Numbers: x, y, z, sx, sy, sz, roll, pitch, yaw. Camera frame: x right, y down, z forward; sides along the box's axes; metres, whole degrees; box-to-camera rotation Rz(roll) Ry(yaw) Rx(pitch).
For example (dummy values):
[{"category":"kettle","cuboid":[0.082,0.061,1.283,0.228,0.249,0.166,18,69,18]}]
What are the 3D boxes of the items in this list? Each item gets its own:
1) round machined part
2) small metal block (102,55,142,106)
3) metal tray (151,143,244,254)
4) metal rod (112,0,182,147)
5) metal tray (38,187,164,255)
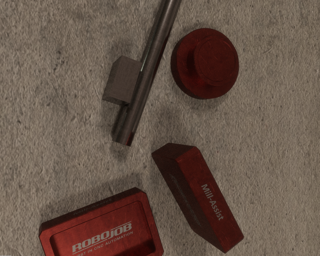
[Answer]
[{"category":"round machined part","cuboid":[0.068,-0.089,0.426,0.099,0.042,0.097,0,90,-21]},{"category":"small metal block","cuboid":[-0.048,-0.056,0.379,0.025,0.050,0.050,18,84,-20]},{"category":"metal tray","cuboid":[0.044,0.083,0.392,0.030,0.090,0.130,-31,101,-17]},{"category":"metal rod","cuboid":[-0.001,-0.121,0.409,0.025,0.025,0.299,21,83,-19]},{"category":"metal tray","cuboid":[-0.069,0.138,0.381,0.131,0.030,0.089,-18,96,-20]}]
